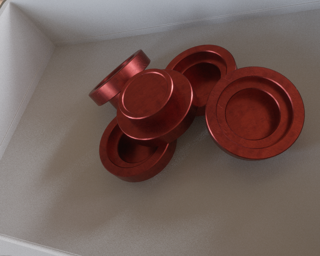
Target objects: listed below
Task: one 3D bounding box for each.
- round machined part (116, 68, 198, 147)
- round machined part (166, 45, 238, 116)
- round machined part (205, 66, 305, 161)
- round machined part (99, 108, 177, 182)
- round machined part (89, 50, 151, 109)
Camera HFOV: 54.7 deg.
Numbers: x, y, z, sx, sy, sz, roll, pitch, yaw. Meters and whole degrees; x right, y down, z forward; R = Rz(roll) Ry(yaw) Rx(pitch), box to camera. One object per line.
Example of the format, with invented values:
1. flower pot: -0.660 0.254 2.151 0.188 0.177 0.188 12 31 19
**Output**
1. round machined part: -0.009 -0.030 0.363 0.098 0.042 0.098 -12 57 20
2. round machined part: 0.054 -0.056 0.400 0.098 0.042 0.098 -13 56 20
3. round machined part: 0.098 -0.013 0.335 0.099 0.042 0.097 -1 79 6
4. round machined part: -0.024 0.023 0.392 0.098 0.042 0.098 -13 56 20
5. round machined part: -0.050 -0.063 0.439 0.098 0.042 0.098 -37 17 14
